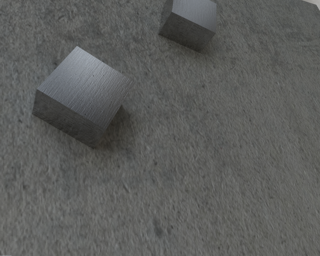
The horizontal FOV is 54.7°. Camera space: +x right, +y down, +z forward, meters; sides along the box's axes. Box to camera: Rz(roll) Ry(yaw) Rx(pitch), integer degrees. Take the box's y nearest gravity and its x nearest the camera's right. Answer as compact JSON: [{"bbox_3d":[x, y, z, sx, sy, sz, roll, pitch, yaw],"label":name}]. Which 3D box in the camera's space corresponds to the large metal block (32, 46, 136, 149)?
[{"bbox_3d":[-0.088,-0.036,0.363,0.080,0.050,0.080,32,51,-8],"label":"large metal block"}]

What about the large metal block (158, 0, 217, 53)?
[{"bbox_3d":[0.048,-0.187,0.530,0.081,0.050,0.080,20,54,-17],"label":"large metal block"}]
